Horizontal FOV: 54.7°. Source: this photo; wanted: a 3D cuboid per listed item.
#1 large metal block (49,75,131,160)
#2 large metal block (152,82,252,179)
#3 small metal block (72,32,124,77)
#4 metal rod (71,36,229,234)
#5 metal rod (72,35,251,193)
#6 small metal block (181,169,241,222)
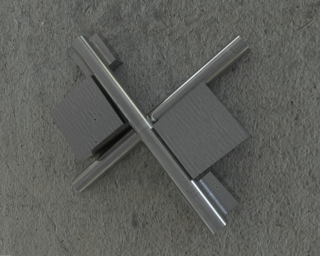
[{"bbox_3d":[-0.090,-0.014,0.427,0.080,0.050,0.080,-39,78,16],"label":"large metal block"},{"bbox_3d":[0.052,0.003,0.378,0.080,0.050,0.080,-41,77,15],"label":"large metal block"},{"bbox_3d":[-0.089,-0.098,0.442,0.050,0.025,0.050,-39,78,15],"label":"small metal block"},{"bbox_3d":[-0.020,-0.001,0.390,0.025,0.025,0.300,-41,77,15],"label":"metal rod"},{"bbox_3d":[-0.008,-0.010,0.414,0.299,0.025,0.025,-40,77,15],"label":"metal rod"},{"bbox_3d":[0.064,0.087,0.388,0.050,0.025,0.050,-45,76,14],"label":"small metal block"}]
